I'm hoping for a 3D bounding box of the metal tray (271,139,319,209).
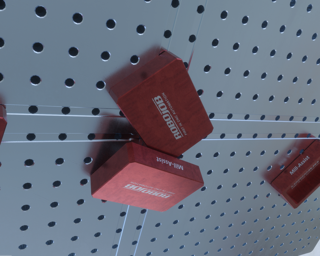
[{"bbox_3d":[0.295,0.095,0.625,0.130,0.030,0.090,-45,129,3],"label":"metal tray"}]

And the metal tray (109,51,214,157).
[{"bbox_3d":[0.007,-0.020,0.399,0.090,0.030,0.130,-36,129,-5],"label":"metal tray"}]

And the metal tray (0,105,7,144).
[{"bbox_3d":[-0.217,0.031,0.307,0.091,0.030,0.129,14,111,-34],"label":"metal tray"}]

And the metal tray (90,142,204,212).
[{"bbox_3d":[-0.016,0.072,0.422,0.131,0.030,0.090,23,128,-37],"label":"metal tray"}]
